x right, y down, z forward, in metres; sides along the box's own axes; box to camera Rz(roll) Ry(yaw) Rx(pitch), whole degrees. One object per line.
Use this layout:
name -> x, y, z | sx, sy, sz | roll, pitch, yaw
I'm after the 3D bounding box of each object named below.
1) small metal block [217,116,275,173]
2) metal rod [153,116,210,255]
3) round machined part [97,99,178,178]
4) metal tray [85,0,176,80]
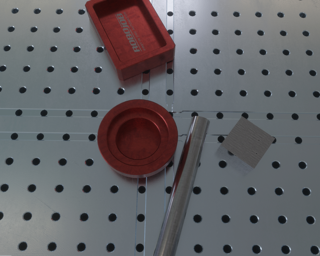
small metal block -> 0.112, 0.022, 0.405 | 0.050, 0.025, 0.050 | 36, 74, 12
metal rod -> 0.012, 0.124, 0.366 | 0.025, 0.025, 0.299 | 16, 71, 5
round machined part -> -0.027, 0.016, 0.397 | 0.099, 0.042, 0.098 | 0, 70, 0
metal tray -> -0.045, -0.145, 0.461 | 0.091, 0.030, 0.130 | -24, 72, -9
